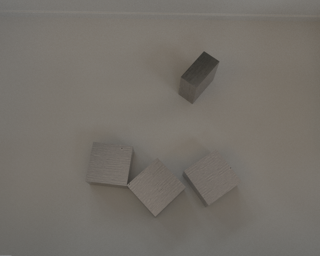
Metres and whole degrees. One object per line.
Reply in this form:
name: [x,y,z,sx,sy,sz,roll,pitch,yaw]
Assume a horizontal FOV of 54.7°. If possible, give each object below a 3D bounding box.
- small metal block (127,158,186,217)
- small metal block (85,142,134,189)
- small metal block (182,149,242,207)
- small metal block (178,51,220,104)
small metal block: [-0.004,0.074,0.383,0.050,0.025,0.050,-41,76,-14]
small metal block: [-0.062,0.048,0.392,0.050,0.025,0.050,6,70,2]
small metal block: [0.064,0.063,0.387,0.050,0.025,0.050,-32,74,-12]
small metal block: [0.052,-0.067,0.422,0.025,0.050,0.050,37,74,12]
